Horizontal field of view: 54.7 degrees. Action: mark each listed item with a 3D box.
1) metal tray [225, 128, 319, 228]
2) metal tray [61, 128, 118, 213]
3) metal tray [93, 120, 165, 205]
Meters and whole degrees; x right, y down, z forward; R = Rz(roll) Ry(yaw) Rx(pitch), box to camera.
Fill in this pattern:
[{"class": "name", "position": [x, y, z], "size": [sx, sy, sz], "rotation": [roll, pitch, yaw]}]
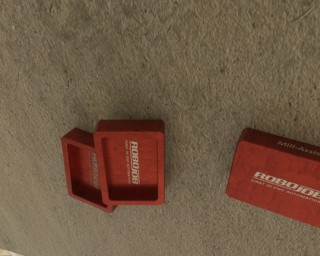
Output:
[{"class": "metal tray", "position": [0.150, 0.060, 0.361], "size": [0.130, 0.030, 0.089], "rotation": [16, 125, 18]}, {"class": "metal tray", "position": [-0.109, 0.071, 0.505], "size": [0.090, 0.030, 0.129], "rotation": [17, 125, 18]}, {"class": "metal tray", "position": [-0.039, 0.051, 0.433], "size": [0.091, 0.030, 0.129], "rotation": [0, 122, 1]}]
